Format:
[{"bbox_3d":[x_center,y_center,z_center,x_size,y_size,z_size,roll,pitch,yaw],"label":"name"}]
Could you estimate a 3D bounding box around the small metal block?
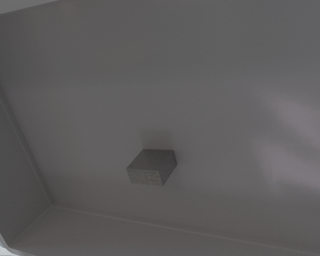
[{"bbox_3d":[-0.011,0.054,0.432,0.050,0.050,0.025,0,118,28],"label":"small metal block"}]
